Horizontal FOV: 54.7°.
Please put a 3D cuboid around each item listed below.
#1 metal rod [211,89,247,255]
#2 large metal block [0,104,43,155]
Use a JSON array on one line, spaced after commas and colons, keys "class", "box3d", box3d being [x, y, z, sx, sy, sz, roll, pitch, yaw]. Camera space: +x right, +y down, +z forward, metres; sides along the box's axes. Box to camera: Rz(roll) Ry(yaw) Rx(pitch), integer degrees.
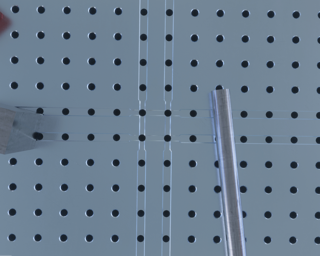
[{"class": "metal rod", "box3d": [0.096, 0.098, 0.414, 0.025, 0.025, 0.298, -6, 90, -1]}, {"class": "large metal block", "box3d": [-0.205, -0.005, 0.383, 0.080, 0.080, 0.050, 15, 90, -1]}]
